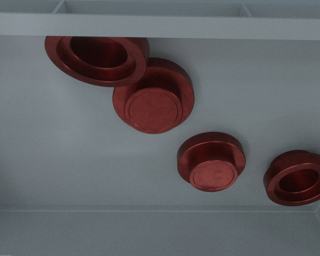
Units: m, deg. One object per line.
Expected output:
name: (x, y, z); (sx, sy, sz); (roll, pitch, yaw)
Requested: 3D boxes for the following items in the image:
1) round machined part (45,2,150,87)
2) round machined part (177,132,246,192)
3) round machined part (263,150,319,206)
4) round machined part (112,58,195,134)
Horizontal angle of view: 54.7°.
round machined part: (-0.059, -0.085, 0.309); (0.099, 0.042, 0.098); (6, 155, 3)
round machined part: (0.074, 0.055, 0.446); (0.099, 0.042, 0.097); (-1, 130, 0)
round machined part: (0.204, 0.071, 0.461); (0.099, 0.042, 0.097); (-1, 130, 0)
round machined part: (-0.008, -0.031, 0.372); (0.099, 0.042, 0.097); (-1, 130, 0)
